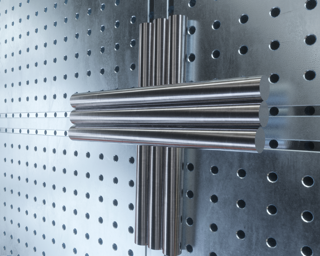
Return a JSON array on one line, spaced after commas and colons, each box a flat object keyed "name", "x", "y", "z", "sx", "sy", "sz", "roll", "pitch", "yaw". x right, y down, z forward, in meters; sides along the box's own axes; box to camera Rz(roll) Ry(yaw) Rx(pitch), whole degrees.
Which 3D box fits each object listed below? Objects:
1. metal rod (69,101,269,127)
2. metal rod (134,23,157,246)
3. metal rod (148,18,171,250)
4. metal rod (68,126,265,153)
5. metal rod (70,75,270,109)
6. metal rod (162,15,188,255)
[{"name": "metal rod", "x": -0.016, "y": -0.015, "z": 0.391, "sx": 0.300, "sy": 0.025, "sz": 0.025, "roll": 1, "pitch": 91, "yaw": 40}, {"name": "metal rod", "x": -0.019, "y": 0.009, "z": 0.426, "sx": 0.025, "sy": 0.025, "sz": 0.298, "roll": 2, "pitch": 92, "yaw": 40}, {"name": "metal rod", "x": 0.000, "y": 0.009, "z": 0.411, "sx": 0.025, "sy": 0.025, "sz": 0.298, "roll": 2, "pitch": 92, "yaw": 40}, {"name": "metal rod", "x": -0.019, "y": 0.010, "z": 0.393, "sx": 0.300, "sy": 0.025, "sz": 0.025, "roll": 1, "pitch": 91, "yaw": 40}, {"name": "metal rod", "x": -0.016, "y": -0.040, "z": 0.391, "sx": 0.300, "sy": 0.025, "sz": 0.025, "roll": 1, "pitch": 91, "yaw": 40}, {"name": "metal rod", "x": 0.019, "y": 0.010, "z": 0.395, "sx": 0.025, "sy": 0.025, "sz": 0.298, "roll": 2, "pitch": 92, "yaw": 40}]
